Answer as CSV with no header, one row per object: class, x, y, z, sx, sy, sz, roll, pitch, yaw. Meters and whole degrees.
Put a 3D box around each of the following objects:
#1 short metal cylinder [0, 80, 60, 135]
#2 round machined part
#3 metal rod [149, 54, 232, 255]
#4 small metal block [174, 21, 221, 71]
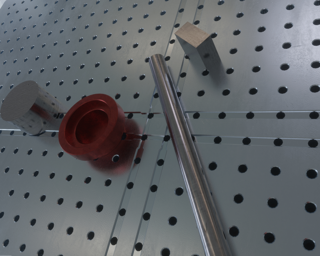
short metal cylinder,-0.221,-0.034,0.529,0.080,0.050,0.080,-13,56,21
round machined part,-0.092,0.002,0.444,0.098,0.042,0.098,-13,56,21
metal rod,0.027,0.013,0.386,0.025,0.025,0.299,-25,53,13
small metal block,0.053,-0.114,0.435,0.025,0.050,0.050,-43,51,-1
